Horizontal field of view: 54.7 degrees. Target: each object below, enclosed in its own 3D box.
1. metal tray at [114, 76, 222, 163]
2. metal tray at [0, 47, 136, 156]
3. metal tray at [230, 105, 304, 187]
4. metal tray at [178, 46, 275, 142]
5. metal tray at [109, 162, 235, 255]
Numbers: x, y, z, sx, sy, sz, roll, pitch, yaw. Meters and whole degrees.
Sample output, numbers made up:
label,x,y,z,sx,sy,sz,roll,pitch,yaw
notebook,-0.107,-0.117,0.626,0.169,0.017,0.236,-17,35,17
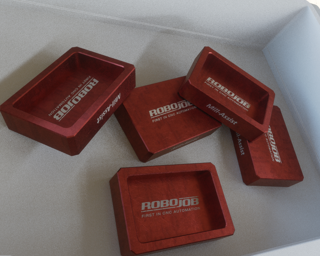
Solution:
label,x,y,z,sx,sy,sz,roll,pitch,yaw
metal tray,0.012,-0.017,0.419,0.131,0.030,0.090,-20,72,-35
metal tray,-0.096,-0.037,0.350,0.090,0.030,0.130,21,50,15
metal tray,0.157,0.022,0.473,0.091,0.030,0.130,7,59,-25
metal tray,0.100,-0.050,0.447,0.130,0.030,0.090,32,51,-7
metal tray,0.015,0.089,0.355,0.131,0.030,0.090,0,62,-28
